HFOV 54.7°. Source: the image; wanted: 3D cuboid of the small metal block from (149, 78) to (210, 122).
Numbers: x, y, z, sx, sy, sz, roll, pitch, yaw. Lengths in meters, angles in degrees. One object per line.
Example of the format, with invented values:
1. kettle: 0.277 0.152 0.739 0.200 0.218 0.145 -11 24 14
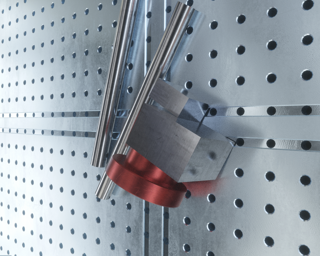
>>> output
1. small metal block: 0.024 -0.033 0.370 0.050 0.050 0.025 39 107 33

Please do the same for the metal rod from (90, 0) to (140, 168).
1. metal rod: -0.064 -0.085 0.459 0.025 0.025 0.298 21 103 37

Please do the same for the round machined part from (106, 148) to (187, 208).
1. round machined part: -0.011 0.052 0.371 0.098 0.098 0.042 27 93 36

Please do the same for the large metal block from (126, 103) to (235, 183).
1. large metal block: 0.024 0.017 0.349 0.080 0.080 0.050 33 104 34

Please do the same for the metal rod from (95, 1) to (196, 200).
1. metal rod: -0.028 -0.024 0.430 0.025 0.025 0.298 39 113 33
